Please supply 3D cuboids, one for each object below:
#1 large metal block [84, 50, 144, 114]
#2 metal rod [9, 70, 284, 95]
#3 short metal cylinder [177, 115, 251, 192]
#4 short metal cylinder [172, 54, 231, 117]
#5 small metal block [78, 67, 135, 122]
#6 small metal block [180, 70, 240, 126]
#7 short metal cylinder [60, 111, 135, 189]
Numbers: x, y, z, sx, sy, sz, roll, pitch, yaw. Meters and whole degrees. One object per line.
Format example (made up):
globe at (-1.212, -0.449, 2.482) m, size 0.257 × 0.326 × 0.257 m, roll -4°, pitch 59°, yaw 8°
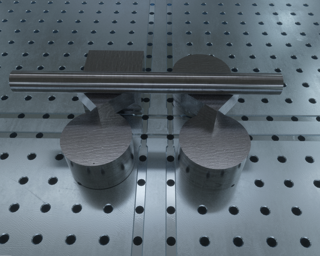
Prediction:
large metal block at (-0.065, -0.067, 0.446) m, size 0.080 × 0.050 × 0.080 m, roll 1°, pitch 50°, yaw 1°
metal rod at (-0.015, -0.051, 0.353) m, size 0.302 × 0.025 × 0.025 m, roll 1°, pitch 50°, yaw 0°
short metal cylinder at (0.062, 0.028, 0.368) m, size 0.080 × 0.050 × 0.080 m, roll 0°, pitch 50°, yaw 0°
short metal cylinder at (0.057, -0.061, 0.443) m, size 0.080 × 0.050 × 0.080 m, roll 0°, pitch 50°, yaw 0°
small metal block at (-0.067, -0.042, 0.378) m, size 0.050 × 0.025 × 0.050 m, roll -33°, pitch 57°, yaw -25°
small metal block at (0.061, -0.038, 0.375) m, size 0.050 × 0.025 × 0.050 m, roll 33°, pitch 57°, yaw 24°
short metal cylinder at (-0.072, 0.025, 0.369) m, size 0.080 × 0.050 × 0.080 m, roll 0°, pitch 50°, yaw 0°
